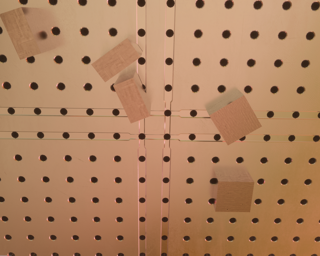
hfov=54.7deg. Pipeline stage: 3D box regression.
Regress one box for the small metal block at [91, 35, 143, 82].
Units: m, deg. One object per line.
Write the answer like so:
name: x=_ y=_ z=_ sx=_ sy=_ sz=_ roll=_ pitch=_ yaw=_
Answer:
small metal block: x=-0.049 y=-0.084 z=0.369 sx=0.050 sy=0.050 sz=0.025 roll=-33 pitch=107 yaw=11

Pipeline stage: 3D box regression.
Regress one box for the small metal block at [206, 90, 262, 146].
small metal block: x=0.098 y=-0.013 z=0.410 sx=0.050 sy=0.025 sz=0.050 roll=-31 pitch=108 yaw=10

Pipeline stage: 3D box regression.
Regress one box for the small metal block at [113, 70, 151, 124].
small metal block: x=-0.033 y=-0.040 z=0.385 sx=0.025 sy=0.050 sz=0.050 roll=-21 pitch=109 yaw=7

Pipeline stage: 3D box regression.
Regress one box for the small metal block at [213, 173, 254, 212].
small metal block: x=0.105 y=0.094 z=0.450 sx=0.050 sy=0.025 sz=0.050 roll=1 pitch=110 yaw=-1

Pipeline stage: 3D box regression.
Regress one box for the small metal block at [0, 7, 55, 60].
small metal block: x=-0.151 y=-0.110 z=0.357 sx=0.025 sy=0.050 sz=0.050 roll=-16 pitch=110 yaw=5
